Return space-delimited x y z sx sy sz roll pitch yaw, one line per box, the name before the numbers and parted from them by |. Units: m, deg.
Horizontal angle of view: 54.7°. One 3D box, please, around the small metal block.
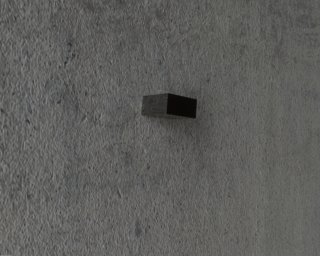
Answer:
small metal block | 0.012 -0.027 0.401 0.050 0.050 0.025 7 86 -40
